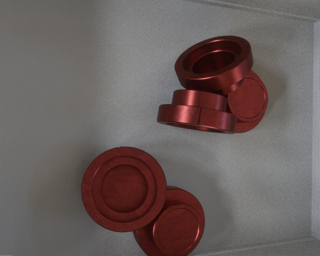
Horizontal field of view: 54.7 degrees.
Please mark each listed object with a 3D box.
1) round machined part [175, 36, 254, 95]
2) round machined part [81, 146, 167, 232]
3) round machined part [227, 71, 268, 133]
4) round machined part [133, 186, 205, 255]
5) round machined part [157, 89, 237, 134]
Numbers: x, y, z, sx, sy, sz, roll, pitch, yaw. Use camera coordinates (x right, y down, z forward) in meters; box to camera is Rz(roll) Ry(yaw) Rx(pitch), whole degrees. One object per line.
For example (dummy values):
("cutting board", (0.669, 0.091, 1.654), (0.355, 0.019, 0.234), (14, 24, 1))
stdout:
("round machined part", (0.072, -0.077, 0.406), (0.098, 0.098, 0.042), (-39, 129, -16))
("round machined part", (-0.043, 0.073, 0.378), (0.099, 0.042, 0.097), (2, 79, -8))
("round machined part", (0.115, -0.041, 0.445), (0.099, 0.042, 0.097), (0, 90, -21))
("round machined part", (0.017, 0.129, 0.409), (0.099, 0.042, 0.097), (0, 90, -21))
("round machined part", (0.048, -0.021, 0.390), (0.099, 0.098, 0.042), (10, 87, -20))
